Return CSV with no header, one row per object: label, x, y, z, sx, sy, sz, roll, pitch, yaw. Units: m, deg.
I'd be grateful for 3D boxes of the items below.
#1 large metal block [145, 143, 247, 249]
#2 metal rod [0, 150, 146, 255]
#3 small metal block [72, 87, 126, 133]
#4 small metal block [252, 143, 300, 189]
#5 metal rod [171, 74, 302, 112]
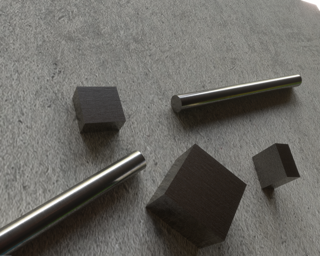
large metal block,0.044,0.080,0.365,0.080,0.050,0.080,39,51,-2
metal rod,-0.129,0.096,0.275,0.302,0.025,0.025,-29,78,-38
small metal block,-0.075,-0.023,0.379,0.050,0.025,0.050,-4,64,-31
small metal block,0.165,0.056,0.445,0.025,0.050,0.050,5,60,-26
metal rod,0.145,-0.064,0.523,0.303,0.025,0.025,-14,69,-34
